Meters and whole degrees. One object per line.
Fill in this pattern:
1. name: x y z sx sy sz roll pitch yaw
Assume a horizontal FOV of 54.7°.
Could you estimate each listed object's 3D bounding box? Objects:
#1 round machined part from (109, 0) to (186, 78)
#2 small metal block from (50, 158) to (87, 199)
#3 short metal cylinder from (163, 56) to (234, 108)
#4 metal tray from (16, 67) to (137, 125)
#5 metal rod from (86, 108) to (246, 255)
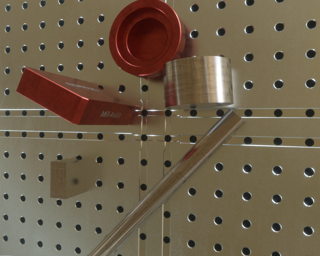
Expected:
1. round machined part: -0.014 -0.114 0.406 0.098 0.042 0.097 -1 88 20
2. small metal block: -0.130 0.071 0.444 0.025 0.050 0.050 1 91 20
3. short metal cylinder: 0.045 -0.051 0.367 0.080 0.080 0.050 -4 89 19
4. metal tray: -0.097 -0.036 0.390 0.090 0.130 0.030 27 99 17
5. metal rod: -0.003 0.091 0.412 0.025 0.025 0.299 46 104 14
